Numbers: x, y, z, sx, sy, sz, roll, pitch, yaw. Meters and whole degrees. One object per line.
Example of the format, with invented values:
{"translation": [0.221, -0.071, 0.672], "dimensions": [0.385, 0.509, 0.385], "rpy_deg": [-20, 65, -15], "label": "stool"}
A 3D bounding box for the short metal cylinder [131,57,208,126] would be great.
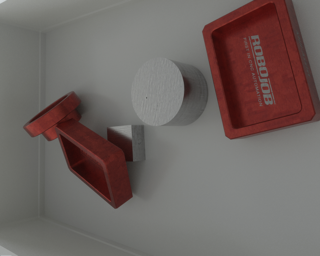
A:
{"translation": [0.011, -0.042, 0.379], "dimensions": [0.080, 0.050, 0.079], "rpy_deg": [0, 90, 39], "label": "short metal cylinder"}

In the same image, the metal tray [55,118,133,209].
{"translation": [-0.098, 0.049, 0.452], "dimensions": [0.130, 0.030, 0.089], "rpy_deg": [27, 136, 39], "label": "metal tray"}

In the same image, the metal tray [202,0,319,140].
{"translation": [0.101, -0.060, 0.319], "dimensions": [0.090, 0.030, 0.129], "rpy_deg": [-18, 79, 38], "label": "metal tray"}

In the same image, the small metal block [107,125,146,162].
{"translation": [-0.049, 0.022, 0.445], "dimensions": [0.050, 0.025, 0.050], "rpy_deg": [-5, 87, 39], "label": "small metal block"}

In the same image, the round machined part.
{"translation": [-0.169, -0.015, 0.508], "dimensions": [0.098, 0.098, 0.042], "rpy_deg": [-19, 114, 38], "label": "round machined part"}
